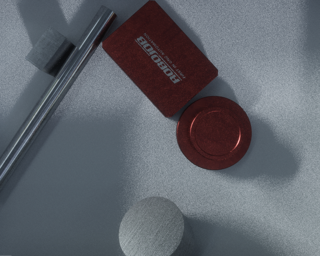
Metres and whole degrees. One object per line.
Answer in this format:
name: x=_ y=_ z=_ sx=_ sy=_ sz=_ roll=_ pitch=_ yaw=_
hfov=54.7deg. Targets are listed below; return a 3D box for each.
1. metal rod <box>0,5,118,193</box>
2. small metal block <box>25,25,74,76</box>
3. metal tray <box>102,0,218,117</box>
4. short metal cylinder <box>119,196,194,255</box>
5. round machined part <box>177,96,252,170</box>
metal rod: x=-0.150 y=-0.030 z=0.409 sx=0.025 sy=0.025 sz=0.299 roll=34 pitch=90 yaw=-1
small metal block: x=-0.138 y=-0.096 z=0.397 sx=0.025 sy=0.050 sz=0.050 roll=37 pitch=90 yaw=-1
metal tray: x=0.000 y=-0.089 z=0.409 sx=0.090 sy=0.030 sz=0.130 roll=-42 pitch=91 yaw=0
short metal cylinder: x=-0.003 y=0.131 z=0.379 sx=0.080 sy=0.050 sz=0.080 roll=-12 pitch=50 yaw=14
round machined part: x=0.071 y=0.007 z=0.404 sx=0.099 sy=0.042 sz=0.097 roll=0 pitch=90 yaw=-1
